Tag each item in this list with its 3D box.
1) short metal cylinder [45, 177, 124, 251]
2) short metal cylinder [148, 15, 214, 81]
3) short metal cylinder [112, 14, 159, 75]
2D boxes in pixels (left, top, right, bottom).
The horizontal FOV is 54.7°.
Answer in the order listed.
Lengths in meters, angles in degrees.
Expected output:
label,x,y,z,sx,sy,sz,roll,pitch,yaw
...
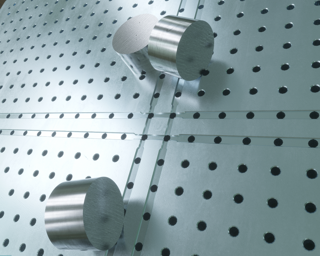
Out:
label,x,y,z,sx,sy,sz,roll,pitch,yaw
short metal cylinder,-0.084,0.099,0.356,0.050,0.080,0.080,-10,57,23
short metal cylinder,0.030,-0.110,0.425,0.050,0.080,0.080,26,76,37
short metal cylinder,-0.027,-0.131,0.487,0.080,0.050,0.080,-13,56,21
